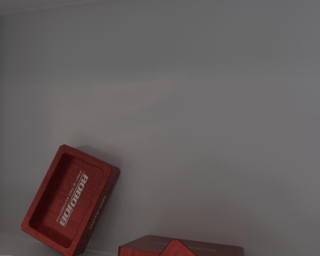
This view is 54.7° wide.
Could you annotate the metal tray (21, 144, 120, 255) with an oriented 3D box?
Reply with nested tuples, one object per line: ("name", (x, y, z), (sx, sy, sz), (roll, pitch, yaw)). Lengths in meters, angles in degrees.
("metal tray", (-0.124, 0.099, 0.433), (0.090, 0.030, 0.130), (21, 82, 18))

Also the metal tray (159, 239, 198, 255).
("metal tray", (0.036, 0.175, 0.270), (0.130, 0.030, 0.090), (32, 73, 32))

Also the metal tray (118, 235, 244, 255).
("metal tray", (0.027, 0.155, 0.364), (0.130, 0.090, 0.030), (0, 81, 20))
